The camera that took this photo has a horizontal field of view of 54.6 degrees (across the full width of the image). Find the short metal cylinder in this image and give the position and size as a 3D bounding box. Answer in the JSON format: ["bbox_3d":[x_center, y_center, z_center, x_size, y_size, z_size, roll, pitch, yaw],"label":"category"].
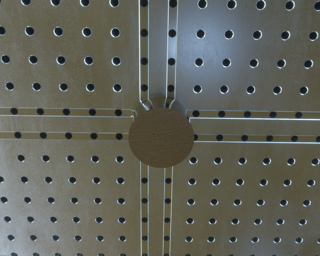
[{"bbox_3d":[0.002,0.005,0.402,0.080,0.050,0.079,0,110,0],"label":"short metal cylinder"}]
